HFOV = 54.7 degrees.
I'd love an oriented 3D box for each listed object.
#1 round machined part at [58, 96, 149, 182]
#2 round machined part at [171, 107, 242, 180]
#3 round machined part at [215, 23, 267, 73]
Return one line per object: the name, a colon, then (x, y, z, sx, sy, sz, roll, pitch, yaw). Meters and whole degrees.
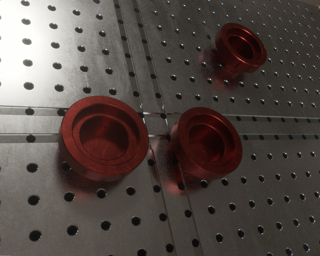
round machined part: (-0.066, 0.015, 0.354, 0.099, 0.042, 0.098, 14, 56, -21)
round machined part: (0.058, 0.024, 0.416, 0.099, 0.042, 0.098, 14, 56, -21)
round machined part: (0.140, -0.139, 0.560, 0.099, 0.042, 0.098, 14, 56, -21)
